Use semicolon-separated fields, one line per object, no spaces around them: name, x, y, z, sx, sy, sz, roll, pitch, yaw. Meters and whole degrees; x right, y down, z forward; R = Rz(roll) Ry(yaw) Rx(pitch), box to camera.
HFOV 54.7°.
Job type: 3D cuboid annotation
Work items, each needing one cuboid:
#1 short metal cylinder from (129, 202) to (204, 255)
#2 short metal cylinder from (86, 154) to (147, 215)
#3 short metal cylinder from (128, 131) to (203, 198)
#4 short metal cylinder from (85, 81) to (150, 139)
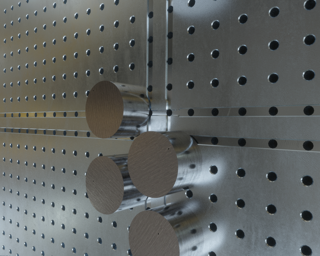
short metal cylinder;0.007;0.138;0.387;0.080;0.050;0.079;0;90;40
short metal cylinder;-0.061;0.078;0.444;0.080;0.050;0.079;0;90;40
short metal cylinder;0.006;0.043;0.389;0.080;0.050;0.079;0;90;40
short metal cylinder;-0.061;-0.025;0.444;0.080;0.050;0.079;0;90;40
